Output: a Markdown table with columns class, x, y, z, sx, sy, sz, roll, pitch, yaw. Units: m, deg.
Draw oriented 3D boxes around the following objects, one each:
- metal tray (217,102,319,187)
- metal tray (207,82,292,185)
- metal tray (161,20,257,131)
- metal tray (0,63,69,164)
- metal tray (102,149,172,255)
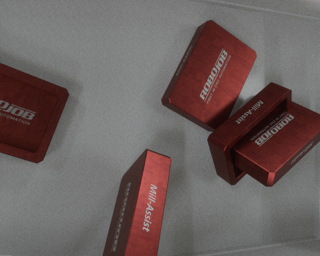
| class | x | y | z | sx | sy | sz | roll | pitch | yaw |
| --- | --- | --- | --- | --- | --- | --- | --- | --- | --- |
| metal tray | 0.152 | 0.011 | 0.421 | 0.131 | 0.090 | 0.030 | -33 | 138 | -25 |
| metal tray | 0.129 | 0.009 | 0.431 | 0.131 | 0.030 | 0.090 | -39 | 136 | -16 |
| metal tray | 0.070 | -0.071 | 0.433 | 0.090 | 0.030 | 0.130 | 29 | 80 | -18 |
| metal tray | -0.179 | -0.023 | 0.341 | 0.131 | 0.030 | 0.090 | 21 | 83 | -19 |
| metal tray | -0.028 | 0.099 | 0.336 | 0.030 | 0.090 | 0.130 | 21 | 53 | -14 |
